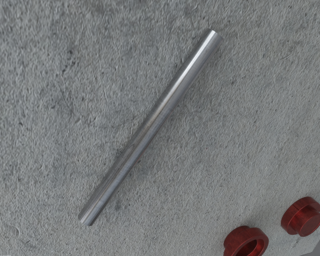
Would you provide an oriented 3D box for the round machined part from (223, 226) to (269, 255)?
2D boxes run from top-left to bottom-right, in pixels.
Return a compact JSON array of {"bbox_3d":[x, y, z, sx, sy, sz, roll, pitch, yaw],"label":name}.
[{"bbox_3d":[0.171,0.241,0.639,0.099,0.042,0.097,-14,124,-21],"label":"round machined part"}]

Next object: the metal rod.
[{"bbox_3d":[-0.018,0.007,0.401,0.025,0.025,0.299,27,104,-38],"label":"metal rod"}]

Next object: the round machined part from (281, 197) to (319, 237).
[{"bbox_3d":[0.329,0.208,0.704,0.099,0.042,0.097,-14,124,-21],"label":"round machined part"}]
